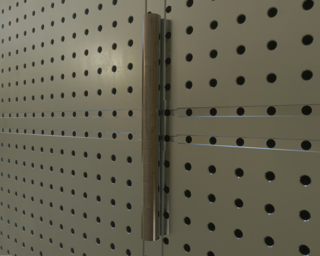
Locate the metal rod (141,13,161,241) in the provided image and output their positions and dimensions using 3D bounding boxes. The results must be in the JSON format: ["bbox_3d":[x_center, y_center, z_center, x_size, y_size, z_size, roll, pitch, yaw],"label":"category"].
[{"bbox_3d":[-0.012,-0.001,0.417,0.025,0.025,0.298,1,90,39],"label":"metal rod"}]
